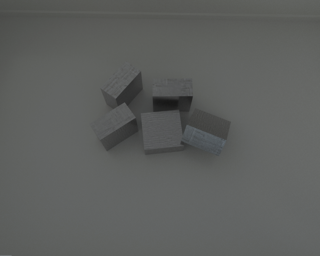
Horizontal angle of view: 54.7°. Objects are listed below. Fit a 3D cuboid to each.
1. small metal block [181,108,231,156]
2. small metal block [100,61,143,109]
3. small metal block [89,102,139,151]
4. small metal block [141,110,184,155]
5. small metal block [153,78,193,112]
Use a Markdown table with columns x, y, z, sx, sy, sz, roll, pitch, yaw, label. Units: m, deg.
| x | y | z | sx | sy | sz | roll | pitch | yaw | label |
| --- | --- | --- | --- | --- | --- | --- | --- | --- | --- |
| 0.060 | 0.004 | 0.395 | 0.050 | 0.025 | 0.050 | 22 | 32 | 7 | small metal block |
| -0.050 | -0.053 | 0.415 | 0.025 | 0.050 | 0.050 | 36 | 74 | 12 | small metal block |
| -0.057 | 0.000 | 0.396 | 0.050 | 0.050 | 0.025 | -33 | 74 | -11 | small metal block |
| 0.003 | 0.006 | 0.408 | 0.050 | 0.025 | 0.050 | -6 | 70 | -3 | small metal block |
| 0.016 | -0.043 | 0.412 | 0.050 | 0.050 | 0.025 | -1 | 70 | -1 | small metal block |
